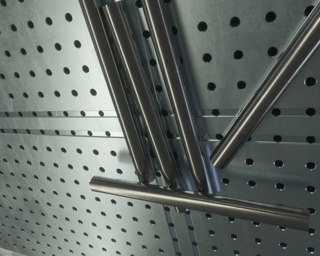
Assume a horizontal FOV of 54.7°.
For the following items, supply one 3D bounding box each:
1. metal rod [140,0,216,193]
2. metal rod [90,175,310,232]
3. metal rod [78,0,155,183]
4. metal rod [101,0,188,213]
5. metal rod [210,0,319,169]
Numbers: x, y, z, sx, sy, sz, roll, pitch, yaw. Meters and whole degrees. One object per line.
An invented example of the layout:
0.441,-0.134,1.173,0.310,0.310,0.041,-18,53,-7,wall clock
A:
0.026,-0.029,0.378,0.025,0.025,0.298,-4,117,29,metal rod
0.035,0.096,0.417,0.301,0.025,0.025,4,120,25,metal rod
-0.055,-0.054,0.405,0.025,0.025,0.298,-1,118,28,metal rod
-0.010,-0.011,0.408,0.025,0.025,0.298,-5,116,30,metal rod
0.127,-0.062,0.305,0.025,0.025,0.298,32,128,7,metal rod
